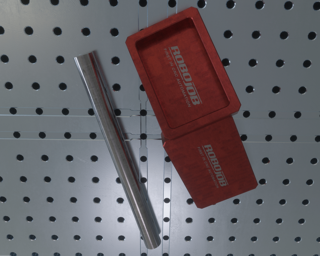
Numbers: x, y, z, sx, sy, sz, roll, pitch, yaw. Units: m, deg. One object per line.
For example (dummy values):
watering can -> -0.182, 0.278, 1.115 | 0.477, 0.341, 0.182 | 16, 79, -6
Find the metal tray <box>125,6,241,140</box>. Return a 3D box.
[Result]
metal tray -> 0.026, -0.061, 0.359 | 0.090, 0.030, 0.129 | -23, 82, 8

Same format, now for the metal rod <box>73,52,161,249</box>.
metal rod -> -0.052, 0.044, 0.429 | 0.025, 0.025, 0.298 | -16, 110, 5

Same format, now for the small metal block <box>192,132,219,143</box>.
small metal block -> 0.060, 0.004, 0.416 | 0.050, 0.025, 0.050 | -22, 109, 7

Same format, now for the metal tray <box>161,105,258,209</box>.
metal tray -> 0.068, 0.043, 0.413 | 0.090, 0.030, 0.130 | -24, 121, 8
